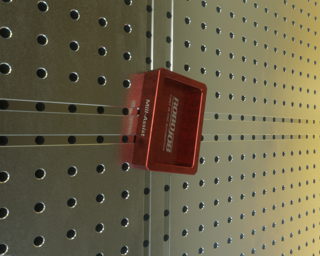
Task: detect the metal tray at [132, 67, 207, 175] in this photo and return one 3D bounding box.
[{"bbox_3d":[0.016,-0.006,0.418,0.091,0.030,0.129,13,82,-39],"label":"metal tray"}]
